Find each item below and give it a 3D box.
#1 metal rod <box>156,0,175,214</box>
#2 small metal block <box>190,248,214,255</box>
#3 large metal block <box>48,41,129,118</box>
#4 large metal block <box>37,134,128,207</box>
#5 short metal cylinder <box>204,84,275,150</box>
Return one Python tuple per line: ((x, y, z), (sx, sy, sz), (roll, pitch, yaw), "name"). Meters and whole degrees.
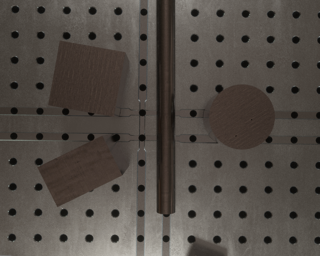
((0.008, -0.037, 0.413), (0.025, 0.025, 0.298), (0, 90, -1), "metal rod")
((0.061, 0.198, 0.414), (0.050, 0.025, 0.050), (21, 90, -1), "small metal block")
((-0.089, -0.060, 0.400), (0.080, 0.050, 0.080), (10, 90, -1), "large metal block")
((-0.089, 0.048, 0.385), (0.080, 0.080, 0.050), (-26, 90, 0), "large metal block")
((0.100, -0.014, 0.402), (0.081, 0.050, 0.079), (0, 90, -1), "short metal cylinder")
